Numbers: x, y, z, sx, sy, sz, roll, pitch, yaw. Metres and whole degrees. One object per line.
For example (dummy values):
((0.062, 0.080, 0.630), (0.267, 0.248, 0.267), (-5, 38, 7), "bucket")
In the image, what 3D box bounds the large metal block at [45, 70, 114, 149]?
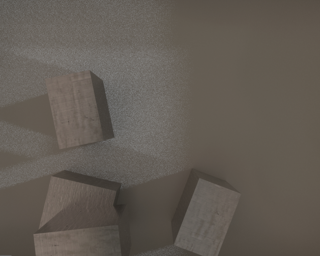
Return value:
((-0.095, -0.021, 0.383), (0.050, 0.080, 0.080), (-12, 90, 0), "large metal block")

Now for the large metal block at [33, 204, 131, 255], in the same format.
((-0.077, 0.121, 0.333), (0.080, 0.080, 0.050), (-6, 90, 0), "large metal block")

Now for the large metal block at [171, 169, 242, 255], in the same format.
((0.053, 0.101, 0.384), (0.050, 0.080, 0.080), (21, 90, 0), "large metal block")

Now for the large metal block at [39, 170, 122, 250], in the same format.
((-0.101, 0.106, 0.398), (0.080, 0.050, 0.080), (13, 90, 0), "large metal block")
